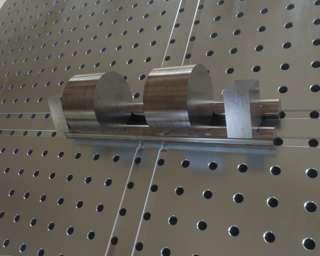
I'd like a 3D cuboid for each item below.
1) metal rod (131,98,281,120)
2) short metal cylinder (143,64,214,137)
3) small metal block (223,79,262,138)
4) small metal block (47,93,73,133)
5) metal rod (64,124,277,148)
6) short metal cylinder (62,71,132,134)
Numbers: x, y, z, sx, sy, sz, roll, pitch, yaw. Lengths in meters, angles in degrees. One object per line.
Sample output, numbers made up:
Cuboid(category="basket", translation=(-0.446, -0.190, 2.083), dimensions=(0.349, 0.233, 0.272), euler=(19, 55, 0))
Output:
Cuboid(category="metal rod", translation=(0.003, -0.024, 0.421), dimensions=(0.300, 0.025, 0.025), euler=(1, 62, 28))
Cuboid(category="short metal cylinder", translation=(0.023, -0.030, 0.351), dimensions=(0.050, 0.080, 0.080), euler=(1, 62, 29))
Cuboid(category="small metal block", translation=(0.089, -0.022, 0.329), dimensions=(0.025, 0.050, 0.050), euler=(0, 21, 29))
Cuboid(category="small metal block", translation=(-0.129, -0.026, 0.447), dimensions=(0.025, 0.050, 0.050), euler=(1, 20, 29))
Cuboid(category="metal rod", translation=(-0.007, 0.007, 0.408), dimensions=(0.300, 0.025, 0.025), euler=(1, 62, 28))
Cuboid(category="short metal cylinder", translation=(-0.080, -0.032, 0.407), dimensions=(0.050, 0.080, 0.080), euler=(1, 62, 29))
